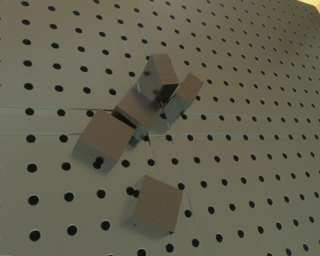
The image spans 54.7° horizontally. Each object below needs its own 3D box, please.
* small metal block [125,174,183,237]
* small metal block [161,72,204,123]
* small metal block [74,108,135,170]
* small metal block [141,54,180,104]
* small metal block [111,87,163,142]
[{"bbox_3d":[-0.006,0.089,0.352,0.050,0.025,0.050,27,52,-12],"label":"small metal block"},{"bbox_3d":[0.031,-0.043,0.437,0.025,0.050,0.050,36,51,-6],"label":"small metal block"},{"bbox_3d":[-0.065,0.013,0.367,0.050,0.025,0.050,31,52,-9],"label":"small metal block"},{"bbox_3d":[-0.001,-0.068,0.433,0.025,0.050,0.050,-8,66,-26],"label":"small metal block"},{"bbox_3d":[-0.030,-0.018,0.398,0.050,0.025,0.050,36,39,-4],"label":"small metal block"}]
